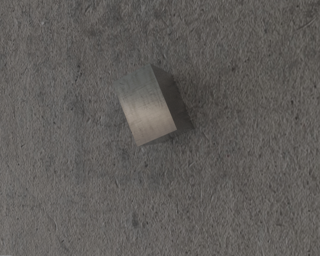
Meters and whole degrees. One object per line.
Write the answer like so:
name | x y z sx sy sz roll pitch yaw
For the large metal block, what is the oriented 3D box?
large metal block | -0.004 -0.025 0.381 0.050 0.080 0.080 -24 82 18
